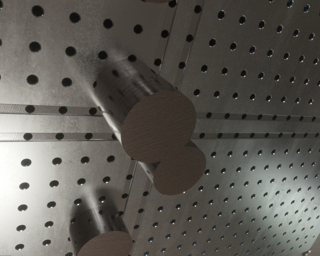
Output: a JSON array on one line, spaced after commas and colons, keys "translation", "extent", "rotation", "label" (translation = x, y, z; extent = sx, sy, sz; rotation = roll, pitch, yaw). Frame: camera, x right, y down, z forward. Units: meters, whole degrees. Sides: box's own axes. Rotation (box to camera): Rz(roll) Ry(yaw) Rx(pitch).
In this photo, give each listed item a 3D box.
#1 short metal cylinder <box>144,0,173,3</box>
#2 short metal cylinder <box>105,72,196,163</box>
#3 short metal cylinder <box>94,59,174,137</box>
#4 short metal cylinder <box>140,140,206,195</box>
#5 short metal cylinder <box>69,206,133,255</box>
[{"translation": [-0.009, -0.163, 0.290], "extent": [0.081, 0.050, 0.079], "rotation": [-14, 125, -21], "label": "short metal cylinder"}, {"translation": [-0.010, -0.011, 0.319], "extent": [0.081, 0.050, 0.079], "rotation": [-14, 124, -21], "label": "short metal cylinder"}, {"translation": [-0.030, -0.034, 0.359], "extent": [0.081, 0.050, 0.079], "rotation": [-14, 125, -21], "label": "short metal cylinder"}, {"translation": [0.017, 0.047, 0.435], "extent": [0.081, 0.050, 0.079], "rotation": [-14, 125, -21], "label": "short metal cylinder"}, {"translation": [-0.086, 0.161, 0.449], "extent": [0.081, 0.050, 0.079], "rotation": [-14, 124, -21], "label": "short metal cylinder"}]
